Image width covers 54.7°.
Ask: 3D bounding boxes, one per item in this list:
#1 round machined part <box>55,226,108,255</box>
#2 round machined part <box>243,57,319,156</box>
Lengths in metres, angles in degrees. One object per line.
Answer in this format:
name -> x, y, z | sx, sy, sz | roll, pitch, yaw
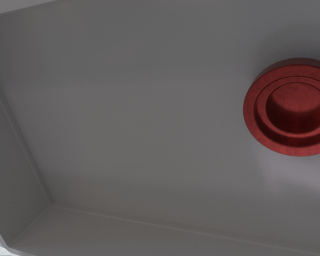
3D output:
round machined part -> -0.145, 0.217, 0.592 | 0.098, 0.042, 0.098 | 15, 159, 6
round machined part -> 0.137, -0.023, 0.311 | 0.098, 0.042, 0.097 | 13, 124, 21
